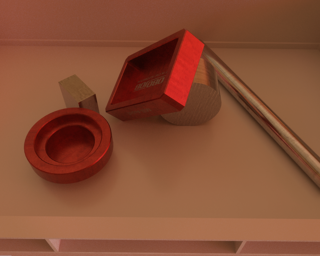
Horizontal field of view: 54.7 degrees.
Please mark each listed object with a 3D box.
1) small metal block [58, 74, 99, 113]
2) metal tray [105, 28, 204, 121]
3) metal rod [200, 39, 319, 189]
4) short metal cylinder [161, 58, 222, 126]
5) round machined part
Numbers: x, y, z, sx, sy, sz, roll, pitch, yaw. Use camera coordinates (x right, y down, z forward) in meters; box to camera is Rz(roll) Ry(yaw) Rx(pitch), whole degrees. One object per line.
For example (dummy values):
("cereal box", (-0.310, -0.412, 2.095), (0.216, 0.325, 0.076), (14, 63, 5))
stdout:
("small metal block", (-0.108, -0.036, 0.418), (0.025, 0.050, 0.050), (-33, 58, -25))
("metal tray", (-0.011, -0.060, 0.382), (0.130, 0.030, 0.090), (-7, 59, 53))
("metal rod", (0.129, -0.036, 0.436), (0.025, 0.025, 0.300), (-21, 53, -17))
("short metal cylinder", (0.038, -0.047, 0.410), (0.081, 0.080, 0.050), (0, 50, 0))
("round machined part", (-0.106, 0.025, 0.372), (0.099, 0.042, 0.098), (0, 50, 0))
